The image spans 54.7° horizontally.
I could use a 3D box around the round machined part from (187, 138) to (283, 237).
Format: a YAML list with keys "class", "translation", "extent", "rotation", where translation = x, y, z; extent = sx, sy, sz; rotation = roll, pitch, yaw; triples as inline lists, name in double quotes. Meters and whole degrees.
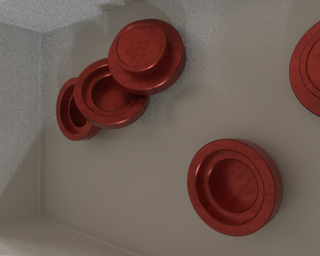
- class: "round machined part"
  translation: [0.081, 0.060, 0.328]
  extent: [0.098, 0.042, 0.097]
  rotation: [0, 90, 39]

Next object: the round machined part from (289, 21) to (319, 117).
- class: "round machined part"
  translation: [0.160, -0.053, 0.263]
  extent: [0.098, 0.042, 0.097]
  rotation: [0, 90, 39]

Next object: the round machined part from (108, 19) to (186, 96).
- class: "round machined part"
  translation: [-0.020, -0.093, 0.384]
  extent: [0.098, 0.042, 0.098]
  rotation: [-4, 75, 14]

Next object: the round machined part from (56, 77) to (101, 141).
- class: "round machined part"
  translation: [-0.119, -0.029, 0.491]
  extent: [0.098, 0.042, 0.097]
  rotation: [0, 90, 39]

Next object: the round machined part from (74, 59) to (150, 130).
- class: "round machined part"
  translation: [-0.063, -0.043, 0.423]
  extent: [0.099, 0.042, 0.098]
  rotation: [0, 70, 2]
